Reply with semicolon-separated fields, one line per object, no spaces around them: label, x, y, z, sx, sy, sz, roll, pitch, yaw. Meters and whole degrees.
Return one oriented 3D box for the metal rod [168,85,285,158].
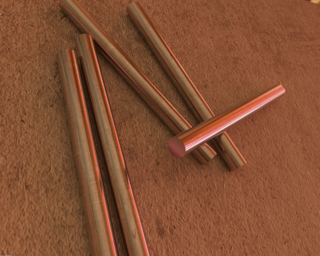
metal rod;0.116;-0.022;0.453;0.302;0.025;0.025;-24;75;-45

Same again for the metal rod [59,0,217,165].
metal rod;-0.033;-0.069;0.427;0.300;0.025;0.025;48;51;5

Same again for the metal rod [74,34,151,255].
metal rod;-0.060;0.012;0.363;0.025;0.025;0.299;-4;64;-30

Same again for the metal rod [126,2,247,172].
metal rod;0.033;-0.070;0.463;0.025;0.025;0.299;-22;74;-36

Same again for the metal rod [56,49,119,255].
metal rod;-0.079;0.039;0.337;0.025;0.025;0.299;-3;63;-30
